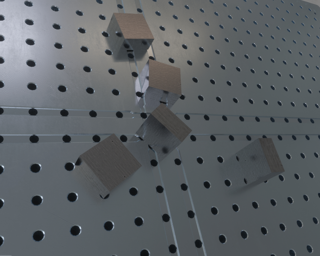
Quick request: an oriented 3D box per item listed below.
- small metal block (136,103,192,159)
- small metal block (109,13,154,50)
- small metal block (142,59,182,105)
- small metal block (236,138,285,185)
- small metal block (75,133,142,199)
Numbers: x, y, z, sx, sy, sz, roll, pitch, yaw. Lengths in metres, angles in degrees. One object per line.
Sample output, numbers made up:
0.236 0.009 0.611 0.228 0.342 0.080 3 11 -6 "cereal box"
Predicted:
0.004 0.005 0.391 0.050 0.050 0.025 43 51 1 "small metal block"
-0.044 -0.147 0.474 0.050 0.025 0.050 -11 67 -33 "small metal block"
0.002 -0.067 0.450 0.050 0.025 0.050 13 56 -21 "small metal block"
0.140 0.048 0.438 0.025 0.050 0.050 1 62 -28 "small metal block"
-0.058 0.042 0.351 0.050 0.025 0.050 49 51 6 "small metal block"
